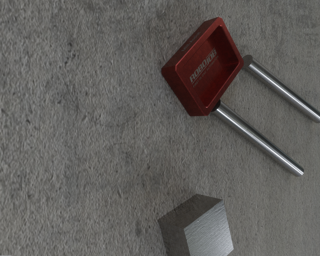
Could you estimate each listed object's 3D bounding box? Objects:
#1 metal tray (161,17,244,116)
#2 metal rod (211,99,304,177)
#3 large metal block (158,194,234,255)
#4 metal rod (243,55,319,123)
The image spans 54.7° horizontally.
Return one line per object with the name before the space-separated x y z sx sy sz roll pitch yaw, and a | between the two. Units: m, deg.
metal tray | 0.068 -0.091 0.460 0.130 0.030 0.090 -52 121 -28
metal rod | 0.187 0.028 0.564 0.301 0.025 0.025 31 71 -36
large metal block | 0.052 0.150 0.435 0.081 0.050 0.079 -23 105 -38
metal rod | 0.258 -0.069 0.624 0.302 0.025 0.025 23 76 -38
